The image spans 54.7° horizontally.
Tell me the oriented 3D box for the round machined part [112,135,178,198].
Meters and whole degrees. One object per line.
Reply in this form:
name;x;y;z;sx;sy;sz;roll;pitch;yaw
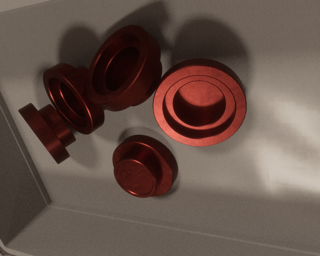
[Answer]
round machined part;-0.027;0.062;0.449;0.098;0.042;0.097;13;124;20

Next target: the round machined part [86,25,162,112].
round machined part;-0.036;-0.063;0.353;0.098;0.098;0.042;-19;148;35

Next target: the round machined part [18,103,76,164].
round machined part;-0.163;0.003;0.464;0.098;0.042;0.098;46;160;22

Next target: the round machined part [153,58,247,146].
round machined part;0.044;-0.031;0.344;0.099;0.042;0.097;4;122;7

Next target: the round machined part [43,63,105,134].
round machined part;-0.107;-0.043;0.412;0.098;0.042;0.097;32;144;27
